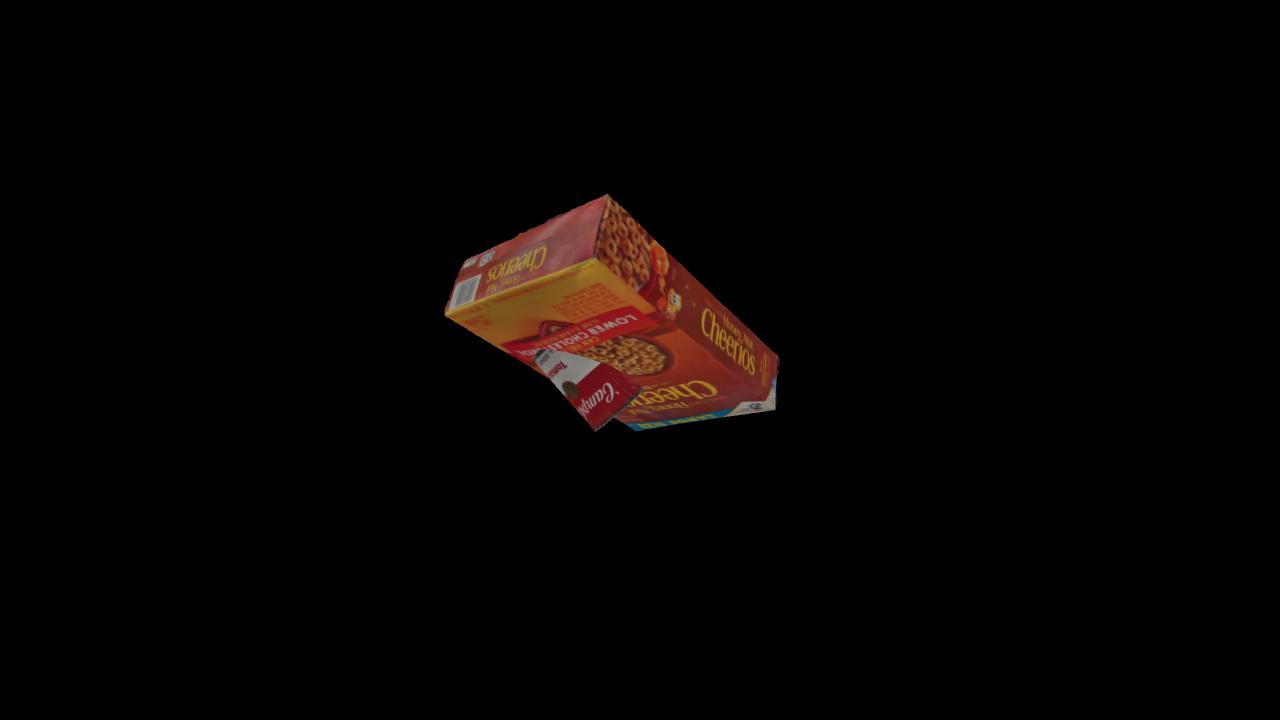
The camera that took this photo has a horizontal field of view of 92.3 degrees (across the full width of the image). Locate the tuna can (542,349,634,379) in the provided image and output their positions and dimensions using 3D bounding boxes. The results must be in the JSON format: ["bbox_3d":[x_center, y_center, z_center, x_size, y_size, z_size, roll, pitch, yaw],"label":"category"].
[{"bbox_3d":[0.007,-0.065,0.733,0.084,0.084,0.034,0,-13,-20],"label":"tuna can"}]

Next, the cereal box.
[{"bbox_3d":[-0.015,-0.022,0.643,0.203,0.081,0.306,-12,-35,37],"label":"cereal box"}]

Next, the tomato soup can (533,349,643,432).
[{"bbox_3d":[-0.054,0.014,0.637,0.068,0.101,0.068,-40,1,1],"label":"tomato soup can"}]
